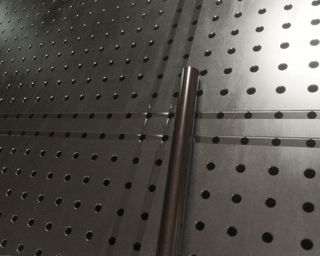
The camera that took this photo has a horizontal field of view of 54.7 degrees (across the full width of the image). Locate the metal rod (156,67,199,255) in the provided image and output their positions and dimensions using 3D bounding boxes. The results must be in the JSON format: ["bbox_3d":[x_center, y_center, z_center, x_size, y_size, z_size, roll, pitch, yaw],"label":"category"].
[{"bbox_3d":[0.021,0.054,0.363,0.025,0.025,0.299,-5,59,25],"label":"metal rod"}]
